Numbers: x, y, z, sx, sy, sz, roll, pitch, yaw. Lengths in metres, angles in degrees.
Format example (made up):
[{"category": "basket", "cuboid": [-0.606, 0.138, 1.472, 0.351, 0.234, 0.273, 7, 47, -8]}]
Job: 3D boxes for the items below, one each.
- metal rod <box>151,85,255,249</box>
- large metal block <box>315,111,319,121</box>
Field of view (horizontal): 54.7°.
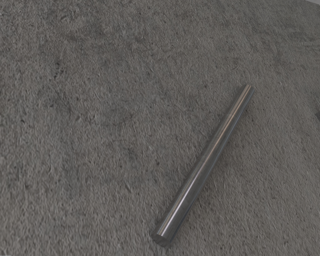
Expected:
[{"category": "metal rod", "cuboid": [0.074, 0.029, 0.425, 0.025, 0.025, 0.301, 40, 51, -2]}, {"category": "large metal block", "cuboid": [0.358, -0.035, 0.582, 0.081, 0.080, 0.050, -19, 72, -35]}]
